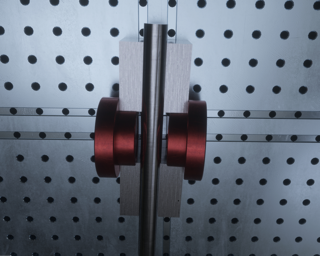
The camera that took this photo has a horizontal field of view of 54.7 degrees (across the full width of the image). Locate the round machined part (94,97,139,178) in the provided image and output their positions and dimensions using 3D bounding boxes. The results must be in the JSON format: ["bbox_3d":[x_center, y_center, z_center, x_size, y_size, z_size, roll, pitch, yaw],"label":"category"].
[{"bbox_3d":[-0.049,0.011,0.377,0.042,0.098,0.097,2,110,-1],"label":"round machined part"}]

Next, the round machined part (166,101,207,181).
[{"bbox_3d":[0.031,0.014,0.380,0.042,0.098,0.097,3,110,4],"label":"round machined part"}]

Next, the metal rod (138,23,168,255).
[{"bbox_3d":[-0.011,0.032,0.371,0.025,0.025,0.298,2,110,-1],"label":"metal rod"}]

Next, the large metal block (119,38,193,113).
[{"bbox_3d":[-0.006,-0.065,0.376,0.081,0.050,0.079,2,110,-1],"label":"large metal block"}]

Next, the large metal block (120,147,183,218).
[{"bbox_3d":[-0.012,0.073,0.426,0.081,0.050,0.079,3,110,-1],"label":"large metal block"}]
